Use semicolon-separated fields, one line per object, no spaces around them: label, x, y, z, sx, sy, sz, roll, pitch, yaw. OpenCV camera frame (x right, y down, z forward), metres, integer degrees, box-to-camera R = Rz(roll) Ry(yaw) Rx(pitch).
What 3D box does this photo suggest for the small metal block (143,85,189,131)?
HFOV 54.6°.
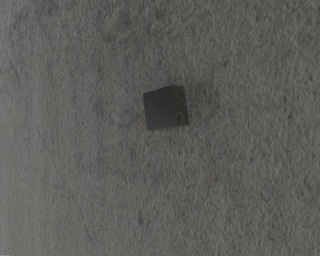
small metal block;0.007;-0.024;0.400;0.050;0.025;0.050;-11;83;39
